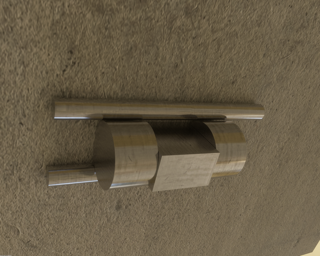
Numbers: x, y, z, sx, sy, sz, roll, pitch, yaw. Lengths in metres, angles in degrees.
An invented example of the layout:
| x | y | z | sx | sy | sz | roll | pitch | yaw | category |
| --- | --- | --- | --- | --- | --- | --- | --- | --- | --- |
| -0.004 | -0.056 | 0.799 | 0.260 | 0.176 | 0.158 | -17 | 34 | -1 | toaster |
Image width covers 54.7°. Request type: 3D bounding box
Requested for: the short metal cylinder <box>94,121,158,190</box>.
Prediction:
| x | y | z | sx | sy | sz | roll | pitch | yaw | category |
| --- | --- | --- | --- | --- | --- | --- | --- | --- | --- |
| -0.043 | 0.031 | 0.368 | 0.050 | 0.080 | 0.079 | -1 | 119 | -28 | short metal cylinder |

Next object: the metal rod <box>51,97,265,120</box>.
| x | y | z | sx | sy | sz | roll | pitch | yaw | category |
| --- | --- | --- | --- | --- | --- | --- | --- | --- | --- |
| 0.018 | -0.023 | 0.404 | 0.303 | 0.025 | 0.025 | -1 | 119 | -28 | metal rod |

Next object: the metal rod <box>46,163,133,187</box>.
| x | y | z | sx | sy | sz | roll | pitch | yaw | category |
| --- | --- | --- | --- | --- | --- | --- | --- | --- | --- |
| -0.002 | 0.056 | 0.442 | 0.303 | 0.025 | 0.025 | -1 | 119 | -28 | metal rod |

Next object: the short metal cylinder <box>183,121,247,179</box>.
| x | y | z | sx | sy | sz | roll | pitch | yaw | category |
| --- | --- | --- | --- | --- | --- | --- | --- | --- | --- |
| 0.073 | 0.030 | 0.430 | 0.050 | 0.080 | 0.079 | -1 | 119 | -28 | short metal cylinder |

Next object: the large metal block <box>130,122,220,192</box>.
| x | y | z | sx | sy | sz | roll | pitch | yaw | category |
| --- | --- | --- | --- | --- | --- | --- | --- | --- | --- |
| 0.015 | 0.033 | 0.398 | 0.081 | 0.080 | 0.050 | 0 | 119 | -29 | large metal block |
